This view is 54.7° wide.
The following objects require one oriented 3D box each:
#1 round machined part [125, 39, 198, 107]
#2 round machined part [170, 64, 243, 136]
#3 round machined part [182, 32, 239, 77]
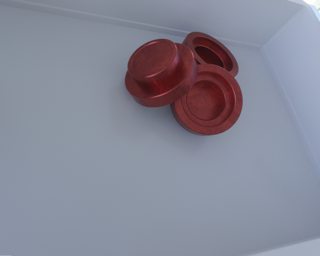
[{"bbox_3d":[-0.003,-0.078,0.406,0.042,0.098,0.098,55,33,-48],"label":"round machined part"},{"bbox_3d":[0.062,-0.037,0.436,0.099,0.042,0.097,1,84,-11],"label":"round machined part"},{"bbox_3d":[0.073,-0.103,0.493,0.099,0.042,0.098,19,46,-21],"label":"round machined part"}]
